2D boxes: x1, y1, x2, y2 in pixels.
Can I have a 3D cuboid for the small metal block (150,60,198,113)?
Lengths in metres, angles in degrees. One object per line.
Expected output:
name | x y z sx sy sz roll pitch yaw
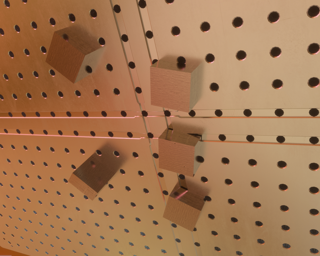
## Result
small metal block | 0.017 -0.050 0.372 0.050 0.025 0.050 13 124 21

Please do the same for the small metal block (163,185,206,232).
small metal block | 0.036 0.122 0.468 0.050 0.025 0.050 23 127 14

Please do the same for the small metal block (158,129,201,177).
small metal block | 0.026 0.033 0.419 0.050 0.025 0.050 13 124 21

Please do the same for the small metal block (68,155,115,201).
small metal block | -0.111 0.081 0.504 0.050 0.050 0.025 38 129 2

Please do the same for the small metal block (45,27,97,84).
small metal block | -0.120 -0.097 0.416 0.050 0.025 0.050 38 129 2
